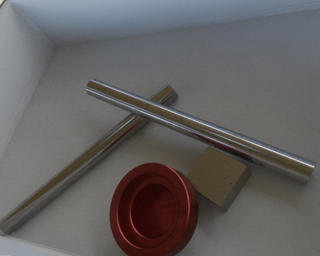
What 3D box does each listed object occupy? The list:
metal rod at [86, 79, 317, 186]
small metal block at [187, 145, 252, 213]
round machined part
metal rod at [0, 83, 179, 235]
[{"bbox_3d":[0.026,-0.007,0.372,0.300,0.025,0.025,23,74,28],"label":"metal rod"},{"bbox_3d":[0.063,0.055,0.339,0.050,0.025,0.050,30,78,37],"label":"small metal block"},{"bbox_3d":[-0.003,0.089,0.333,0.098,0.042,0.098,-13,65,29],"label":"round machined part"},{"bbox_3d":[-0.098,0.043,0.428,0.300,0.025,0.025,-39,51,1],"label":"metal rod"}]
